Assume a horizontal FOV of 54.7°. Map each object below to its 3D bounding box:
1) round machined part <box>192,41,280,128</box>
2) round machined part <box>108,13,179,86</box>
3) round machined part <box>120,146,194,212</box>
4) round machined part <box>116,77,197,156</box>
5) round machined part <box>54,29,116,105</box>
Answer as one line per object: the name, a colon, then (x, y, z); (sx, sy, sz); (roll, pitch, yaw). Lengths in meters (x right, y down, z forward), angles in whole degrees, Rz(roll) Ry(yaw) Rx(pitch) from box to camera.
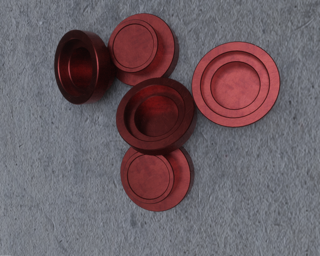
round machined part: (0.090, -0.049, 0.369); (0.098, 0.042, 0.097); (0, 90, 19)
round machined part: (-0.027, -0.104, 0.409); (0.098, 0.042, 0.097); (0, 90, 19)
round machined part: (-0.008, 0.060, 0.402); (0.098, 0.042, 0.097); (0, 90, 19)
round machined part: (-0.002, -0.011, 0.390); (0.098, 0.042, 0.098); (-6, 65, 14)
round machined part: (-0.099, -0.082, 0.423); (0.098, 0.042, 0.097); (7, 102, 40)
